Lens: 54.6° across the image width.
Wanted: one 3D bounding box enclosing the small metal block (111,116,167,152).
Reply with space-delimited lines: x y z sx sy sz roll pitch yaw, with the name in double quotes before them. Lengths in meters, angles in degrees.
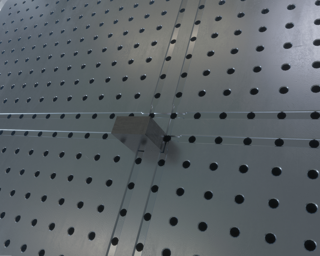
"small metal block" -0.026 0.008 0.402 0.050 0.050 0.025 1 63 29
